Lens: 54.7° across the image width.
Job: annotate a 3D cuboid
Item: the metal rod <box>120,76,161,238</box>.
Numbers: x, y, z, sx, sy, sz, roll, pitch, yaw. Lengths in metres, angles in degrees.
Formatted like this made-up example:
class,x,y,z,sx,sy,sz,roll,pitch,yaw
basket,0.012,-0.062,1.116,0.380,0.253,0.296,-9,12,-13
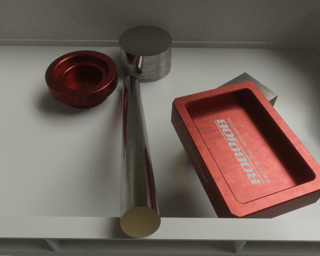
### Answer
class,x,y,z,sx,sy,sz,roll,pitch,yaw
metal rod,-0.028,-0.004,0.327,0.025,0.025,0.300,-5,25,-4

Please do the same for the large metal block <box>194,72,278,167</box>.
class,x,y,z,sx,sy,sz,roll,pitch,yaw
large metal block,0.087,-0.009,0.378,0.081,0.080,0.050,-30,56,-23

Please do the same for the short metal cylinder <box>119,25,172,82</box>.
class,x,y,z,sx,sy,sz,roll,pitch,yaw
short metal cylinder,-0.022,-0.117,0.487,0.081,0.050,0.080,0,50,0

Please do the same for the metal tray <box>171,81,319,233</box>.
class,x,y,z,sx,sy,sz,roll,pitch,yaw
metal tray,0.074,0.018,0.284,0.091,0.030,0.130,-14,53,-13

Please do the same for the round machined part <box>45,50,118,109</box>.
class,x,y,z,sx,sy,sz,roll,pitch,yaw
round machined part,-0.110,-0.066,0.448,0.099,0.042,0.098,0,50,0
